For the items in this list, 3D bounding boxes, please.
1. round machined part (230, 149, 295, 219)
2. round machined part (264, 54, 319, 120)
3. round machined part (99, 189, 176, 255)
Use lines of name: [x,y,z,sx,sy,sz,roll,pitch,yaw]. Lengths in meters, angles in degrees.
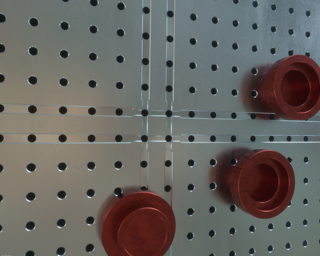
round machined part: [0.145,0.079,0.457,0.099,0.042,0.097,0,90,-20]
round machined part: [0.201,-0.060,0.477,0.099,0.042,0.097,0,90,-20]
round machined part: [-0.025,0.130,0.394,0.099,0.042,0.097,0,90,-20]
